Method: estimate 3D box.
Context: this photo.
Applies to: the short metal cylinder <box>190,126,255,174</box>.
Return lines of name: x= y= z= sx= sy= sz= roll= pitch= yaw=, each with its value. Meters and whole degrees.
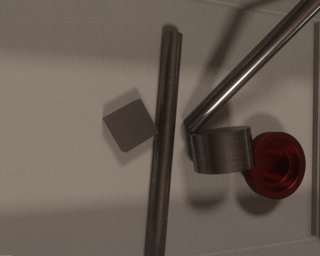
short metal cylinder: x=0.083 y=0.028 z=0.413 sx=0.081 sy=0.080 sz=0.050 roll=-9 pitch=94 yaw=-20

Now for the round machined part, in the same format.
round machined part: x=0.165 y=0.054 z=0.464 sx=0.099 sy=0.042 sz=0.097 roll=0 pitch=90 yaw=-21

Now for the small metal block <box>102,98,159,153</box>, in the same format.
small metal block: x=-0.038 y=-0.003 z=0.398 sx=0.050 sy=0.025 sz=0.050 roll=-31 pitch=101 yaw=-18

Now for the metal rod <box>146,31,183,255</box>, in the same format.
metal rod: x=0.006 y=0.022 z=0.413 sx=0.025 sy=0.025 sz=0.298 roll=5 pitch=88 yaw=-20

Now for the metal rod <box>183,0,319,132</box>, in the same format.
metal rod: x=0.141 y=-0.106 z=0.390 sx=0.025 sy=0.025 sz=0.299 roll=39 pitch=106 yaw=-17
